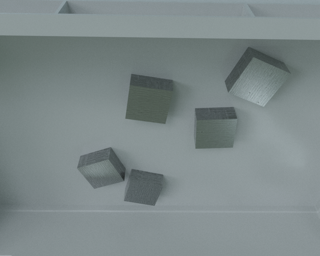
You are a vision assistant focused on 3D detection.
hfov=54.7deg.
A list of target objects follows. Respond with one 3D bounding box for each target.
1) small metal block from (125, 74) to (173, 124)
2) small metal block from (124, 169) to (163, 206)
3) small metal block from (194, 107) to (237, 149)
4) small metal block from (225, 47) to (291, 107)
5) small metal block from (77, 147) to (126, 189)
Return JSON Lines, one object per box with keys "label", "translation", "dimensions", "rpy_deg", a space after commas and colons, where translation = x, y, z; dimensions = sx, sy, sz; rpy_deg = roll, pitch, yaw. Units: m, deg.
{"label": "small metal block", "translation": [-0.014, -0.035, 0.379], "dimensions": [0.050, 0.025, 0.050], "rpy_deg": [7, 130, -7]}
{"label": "small metal block", "translation": [-0.026, 0.094, 0.489], "dimensions": [0.050, 0.025, 0.050], "rpy_deg": [12, 129, -10]}
{"label": "small metal block", "translation": [0.072, 0.000, 0.410], "dimensions": [0.050, 0.025, 0.050], "rpy_deg": [-2, 130, 1]}
{"label": "small metal block", "translation": [0.112, -0.058, 0.360], "dimensions": [0.050, 0.025, 0.050], "rpy_deg": [19, 128, -16]}
{"label": "small metal block", "translation": [-0.085, 0.060, 0.459], "dimensions": [0.050, 0.025, 0.050], "rpy_deg": [-17, 128, 13]}
